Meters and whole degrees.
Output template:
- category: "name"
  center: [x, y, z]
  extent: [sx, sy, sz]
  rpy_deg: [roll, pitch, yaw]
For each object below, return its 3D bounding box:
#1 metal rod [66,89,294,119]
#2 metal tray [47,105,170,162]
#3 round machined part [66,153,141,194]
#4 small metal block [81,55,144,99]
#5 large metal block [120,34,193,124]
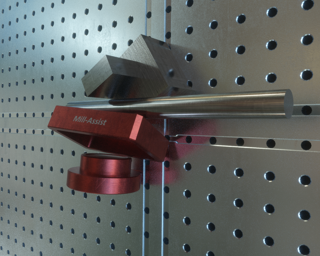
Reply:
- category: "metal rod"
  center: [-0.010, -0.023, 0.350]
  extent: [0.300, 0.025, 0.025]
  rpy_deg: [1, 91, 39]
- category: "metal tray"
  center: [-0.065, 0.008, 0.398]
  extent: [0.130, 0.090, 0.030]
  rpy_deg: [7, 71, 27]
- category: "round machined part"
  center: [-0.074, 0.058, 0.421]
  extent: [0.098, 0.099, 0.042]
  rpy_deg: [5, 90, 39]
- category: "small metal block"
  center: [-0.057, -0.059, 0.373]
  extent: [0.050, 0.050, 0.025]
  rpy_deg: [-34, 70, 35]
- category: "large metal block"
  center: [-0.017, -0.060, 0.405]
  extent: [0.080, 0.050, 0.080]
  rpy_deg: [-39, 66, 33]
